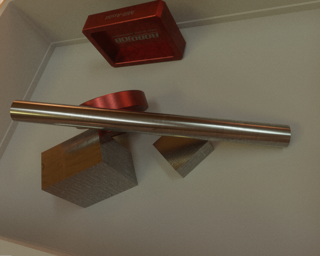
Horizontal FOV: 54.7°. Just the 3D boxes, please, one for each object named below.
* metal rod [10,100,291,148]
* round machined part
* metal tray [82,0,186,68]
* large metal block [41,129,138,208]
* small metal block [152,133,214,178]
[{"bbox_3d":[-0.014,-0.005,0.342,0.302,0.025,0.025,6,62,4],"label":"metal rod"},{"bbox_3d":[-0.062,-0.013,0.407,0.098,0.098,0.042,-19,85,17],"label":"round machined part"},{"bbox_3d":[-0.038,-0.136,0.465,0.130,0.090,0.030,-1,62,27],"label":"metal tray"},{"bbox_3d":[-0.085,0.051,0.382,0.080,0.080,0.050,-25,54,12],"label":"large metal block"},{"bbox_3d":[0.028,0.023,0.376,0.050,0.025,0.050,-43,51,-2],"label":"small metal block"}]
